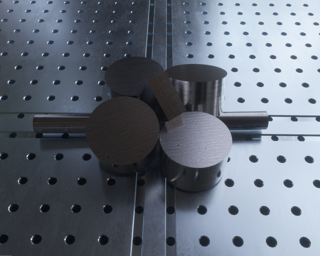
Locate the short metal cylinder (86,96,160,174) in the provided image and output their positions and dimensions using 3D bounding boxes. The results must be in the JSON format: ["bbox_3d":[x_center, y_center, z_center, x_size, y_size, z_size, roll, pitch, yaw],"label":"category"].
[{"bbox_3d":[-0.041,0.010,0.362,0.081,0.050,0.080,0,70,-1],"label":"short metal cylinder"}]

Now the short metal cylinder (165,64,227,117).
[{"bbox_3d":[0.047,-0.050,0.412,0.081,0.050,0.080,0,27,0],"label":"short metal cylinder"}]

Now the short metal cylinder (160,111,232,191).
[{"bbox_3d":[0.040,0.026,0.364,0.081,0.050,0.080,0,50,0],"label":"short metal cylinder"}]

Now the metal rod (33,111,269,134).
[{"bbox_3d":[-0.011,-0.008,0.409,0.302,0.025,0.025,-1,50,-1],"label":"metal rod"}]

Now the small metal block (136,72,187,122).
[{"bbox_3d":[0.000,-0.035,0.370,0.025,0.050,0.050,-32,99,-17],"label":"small metal block"}]

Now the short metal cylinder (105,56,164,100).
[{"bbox_3d":[-0.033,-0.055,0.432,0.081,0.050,0.080,0,50,0],"label":"short metal cylinder"}]
